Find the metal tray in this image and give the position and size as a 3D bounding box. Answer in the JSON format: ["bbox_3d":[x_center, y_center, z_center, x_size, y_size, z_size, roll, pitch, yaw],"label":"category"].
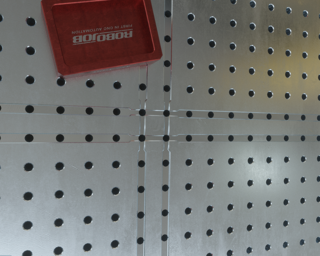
[{"bbox_3d":[-0.070,-0.117,0.384,0.131,0.030,0.089,-14,95,-20],"label":"metal tray"}]
